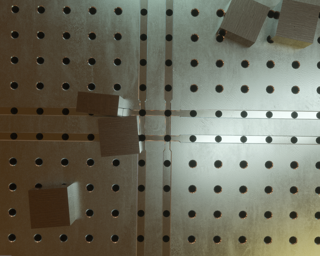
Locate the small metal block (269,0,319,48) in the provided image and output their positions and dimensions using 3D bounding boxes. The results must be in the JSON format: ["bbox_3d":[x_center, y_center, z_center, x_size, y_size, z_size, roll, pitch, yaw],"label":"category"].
[{"bbox_3d":[0.180,-0.140,0.416,0.050,0.025,0.050,12,90,-1],"label":"small metal block"}]

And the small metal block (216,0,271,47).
[{"bbox_3d":[0.111,-0.144,0.415,0.050,0.025,0.050,24,90,-1],"label":"small metal block"}]

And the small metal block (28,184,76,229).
[{"bbox_3d":[-0.143,0.103,0.412,0.050,0.025,0.050,-5,90,-1],"label":"small metal block"}]

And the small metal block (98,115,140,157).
[{"bbox_3d":[-0.053,0.010,0.413,0.050,0.025,0.050,-5,90,-1],"label":"small metal block"}]

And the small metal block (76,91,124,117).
[{"bbox_3d":[-0.076,-0.030,0.400,0.050,0.050,0.025,6,90,-1],"label":"small metal block"}]
